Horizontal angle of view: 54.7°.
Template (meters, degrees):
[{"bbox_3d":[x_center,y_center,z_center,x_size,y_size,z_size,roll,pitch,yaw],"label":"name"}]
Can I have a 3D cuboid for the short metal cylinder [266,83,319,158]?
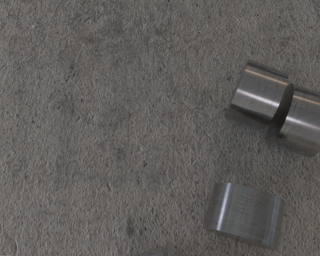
[{"bbox_3d":[0.173,-0.009,0.384,0.050,0.080,0.080,19,71,7],"label":"short metal cylinder"}]

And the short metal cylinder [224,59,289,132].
[{"bbox_3d":[0.121,-0.041,0.395,0.050,0.080,0.080,22,72,8],"label":"short metal cylinder"}]

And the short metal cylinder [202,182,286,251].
[{"bbox_3d":[0.093,0.098,0.344,0.080,0.080,0.050,17,71,6],"label":"short metal cylinder"}]

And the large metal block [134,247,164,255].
[{"bbox_3d":[-0.010,0.170,0.316,0.050,0.080,0.080,-18,71,-6],"label":"large metal block"}]
